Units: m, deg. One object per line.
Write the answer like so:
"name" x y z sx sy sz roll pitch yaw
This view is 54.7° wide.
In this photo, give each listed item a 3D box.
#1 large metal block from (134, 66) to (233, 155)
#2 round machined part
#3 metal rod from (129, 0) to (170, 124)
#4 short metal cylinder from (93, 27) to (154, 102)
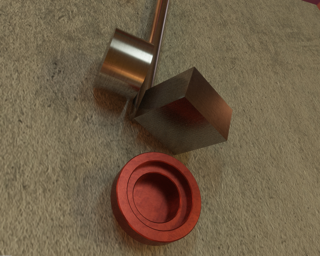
"large metal block" 0.030 -0.017 0.381 0.080 0.080 0.050 43 47 -28
"round machined part" -0.007 0.079 0.342 0.099 0.042 0.098 14 56 -21
"metal rod" -0.009 -0.134 0.482 0.025 0.025 0.300 21 54 -17
"short metal cylinder" -0.047 -0.080 0.393 0.050 0.080 0.080 21 54 -17
